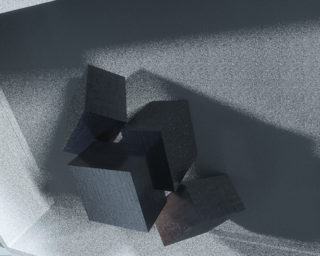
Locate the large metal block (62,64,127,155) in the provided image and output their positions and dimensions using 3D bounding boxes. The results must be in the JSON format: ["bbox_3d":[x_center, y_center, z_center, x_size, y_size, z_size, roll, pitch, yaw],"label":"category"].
[{"bbox_3d":[-0.083,-0.019,0.394,0.050,0.080,0.080,17,134,-26],"label":"large metal block"}]

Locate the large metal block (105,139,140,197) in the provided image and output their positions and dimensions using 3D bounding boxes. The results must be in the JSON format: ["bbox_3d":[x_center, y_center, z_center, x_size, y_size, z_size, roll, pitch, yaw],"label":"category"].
[{"bbox_3d":[-0.032,0.061,0.426,0.050,0.080,0.080,1,119,27],"label":"large metal block"}]

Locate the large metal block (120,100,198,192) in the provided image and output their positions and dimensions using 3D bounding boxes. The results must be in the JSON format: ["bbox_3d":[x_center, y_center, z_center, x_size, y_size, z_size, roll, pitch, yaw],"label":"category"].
[{"bbox_3d":[0.003,0.019,0.380,0.050,0.080,0.080,1,119,27],"label":"large metal block"}]

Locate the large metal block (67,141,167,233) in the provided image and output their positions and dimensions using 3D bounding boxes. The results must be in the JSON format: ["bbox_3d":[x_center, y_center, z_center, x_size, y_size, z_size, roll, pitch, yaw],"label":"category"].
[{"bbox_3d":[-0.046,0.064,0.350,0.080,0.050,0.080,2,119,27],"label":"large metal block"}]

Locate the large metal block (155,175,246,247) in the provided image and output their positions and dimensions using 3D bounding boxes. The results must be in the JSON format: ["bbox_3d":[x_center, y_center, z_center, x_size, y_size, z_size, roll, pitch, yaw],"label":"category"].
[{"bbox_3d":[0.048,0.106,0.402,0.080,0.081,0.050,-48,55,39],"label":"large metal block"}]
